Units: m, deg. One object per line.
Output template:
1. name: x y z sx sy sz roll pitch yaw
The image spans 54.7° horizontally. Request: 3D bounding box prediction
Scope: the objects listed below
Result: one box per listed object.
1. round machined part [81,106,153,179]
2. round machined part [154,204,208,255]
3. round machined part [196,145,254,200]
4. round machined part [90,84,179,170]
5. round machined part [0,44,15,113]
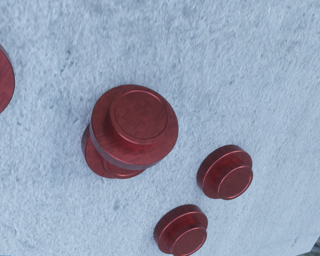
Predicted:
1. round machined part: -0.045 0.025 0.388 0.099 0.042 0.097 -14 125 -21
2. round machined part: 0.042 0.183 0.535 0.099 0.042 0.097 -14 125 -21
3. round machined part: 0.113 0.079 0.509 0.099 0.042 0.097 -14 125 -21
4. round machined part: -0.025 -0.007 0.340 0.099 0.098 0.042 -11 160 -23
5. round machined part: -0.182 -0.041 0.271 0.099 0.042 0.097 -14 125 -21
